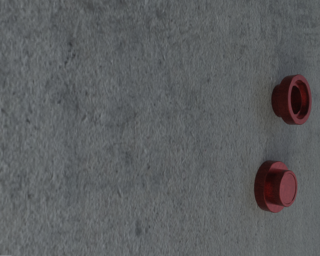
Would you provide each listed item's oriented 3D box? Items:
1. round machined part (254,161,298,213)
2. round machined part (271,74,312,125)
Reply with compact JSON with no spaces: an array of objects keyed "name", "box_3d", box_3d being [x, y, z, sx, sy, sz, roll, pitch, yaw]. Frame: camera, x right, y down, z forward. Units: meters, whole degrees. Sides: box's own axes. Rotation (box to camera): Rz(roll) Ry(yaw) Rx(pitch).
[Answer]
[{"name":"round machined part","box_3d":[0.224,0.112,0.586,0.099,0.042,0.097,0,90,-40]},{"name":"round machined part","box_3d":[0.258,-0.055,0.613,0.099,0.042,0.097,0,90,-40]}]
